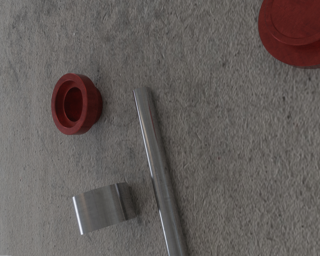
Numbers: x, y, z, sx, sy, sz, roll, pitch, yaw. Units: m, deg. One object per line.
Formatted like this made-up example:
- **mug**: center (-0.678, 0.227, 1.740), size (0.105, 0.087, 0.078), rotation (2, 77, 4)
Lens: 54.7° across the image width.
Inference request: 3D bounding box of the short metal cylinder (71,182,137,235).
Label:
- **short metal cylinder**: center (-0.078, 0.112, 0.434), size (0.080, 0.081, 0.050), rotation (-28, 73, 36)

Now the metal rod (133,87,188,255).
- **metal rod**: center (0.007, 0.091, 0.398), size (0.025, 0.025, 0.299), rotation (-21, 77, 38)

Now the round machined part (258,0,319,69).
- **round machined part**: center (0.136, -0.105, 0.281), size (0.098, 0.042, 0.097), rotation (0, 90, 40)

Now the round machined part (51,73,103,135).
- **round machined part**: center (-0.131, -0.038, 0.502), size (0.098, 0.042, 0.097), rotation (0, 90, 40)
